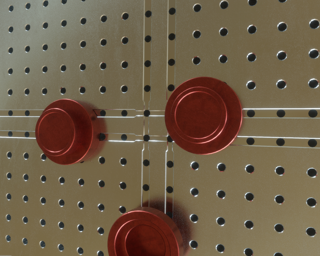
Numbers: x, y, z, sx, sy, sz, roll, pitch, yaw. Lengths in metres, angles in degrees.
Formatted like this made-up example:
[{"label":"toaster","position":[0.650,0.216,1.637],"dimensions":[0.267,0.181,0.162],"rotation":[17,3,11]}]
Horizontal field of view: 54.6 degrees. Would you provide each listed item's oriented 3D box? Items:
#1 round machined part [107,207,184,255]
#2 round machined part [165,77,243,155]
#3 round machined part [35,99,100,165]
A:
[{"label":"round machined part","position":[-0.016,0.153,0.410],"dimensions":[0.098,0.042,0.097],"rotation":[0,90,20]},{"label":"round machined part","position":[0.052,-0.015,0.385],"dimensions":[0.098,0.042,0.097],"rotation":[0,90,20]},{"label":"round machined part","position":[-0.141,0.006,0.454],"dimensions":[0.098,0.042,0.097],"rotation":[0,90,20]}]
